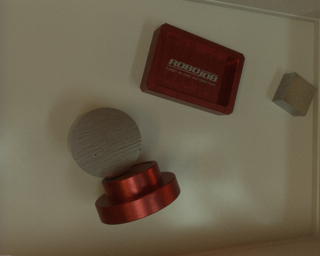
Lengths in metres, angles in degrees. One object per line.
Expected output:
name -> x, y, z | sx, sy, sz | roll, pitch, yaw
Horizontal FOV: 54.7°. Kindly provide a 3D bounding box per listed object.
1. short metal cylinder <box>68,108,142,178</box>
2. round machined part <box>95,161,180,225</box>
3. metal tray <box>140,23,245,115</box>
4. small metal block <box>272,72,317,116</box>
short metal cylinder -> -0.068, 0.017, 0.373 | 0.081, 0.050, 0.079 | 0, 90, -21
round machined part -> -0.029, 0.070, 0.362 | 0.099, 0.098, 0.042 | -20, 95, -19
metal tray -> 0.047, -0.076, 0.426 | 0.131, 0.030, 0.090 | 15, 85, -20
small metal block -> 0.214, -0.052, 0.492 | 0.050, 0.025, 0.050 | 30, 80, -18
